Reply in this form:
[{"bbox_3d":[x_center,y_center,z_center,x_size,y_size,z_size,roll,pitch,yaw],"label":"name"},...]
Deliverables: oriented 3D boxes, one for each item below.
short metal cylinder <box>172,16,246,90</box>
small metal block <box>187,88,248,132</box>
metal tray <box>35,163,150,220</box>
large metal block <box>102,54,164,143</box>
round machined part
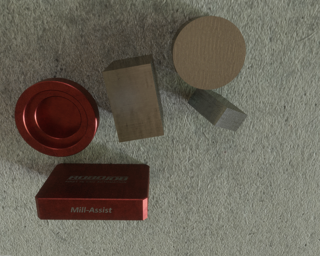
[{"bbox_3d":[0.054,-0.090,0.364,0.081,0.050,0.079,0,110,0],"label":"short metal cylinder"},{"bbox_3d":[0.070,-0.023,0.378,0.050,0.050,0.025,12,117,-48],"label":"small metal block"},{"bbox_3d":[-0.080,0.080,0.403,0.131,0.090,0.030,1,110,-1],"label":"metal tray"},{"bbox_3d":[-0.027,-0.038,0.366,0.050,0.080,0.079,-10,110,3],"label":"large metal block"},{"bbox_3d":[-0.126,-0.016,0.394,0.099,0.042,0.097,0,110,0],"label":"round machined part"}]
